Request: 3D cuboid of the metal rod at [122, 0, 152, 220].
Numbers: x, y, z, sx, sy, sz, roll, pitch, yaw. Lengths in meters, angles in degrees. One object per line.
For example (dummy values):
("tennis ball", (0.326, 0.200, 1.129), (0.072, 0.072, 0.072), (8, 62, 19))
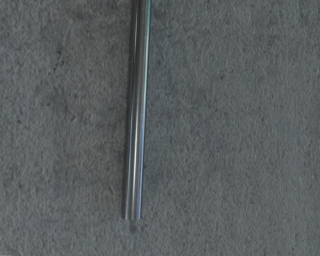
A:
("metal rod", (-0.029, -0.034, 0.399), (0.025, 0.025, 0.298), (3, 89, -20))
